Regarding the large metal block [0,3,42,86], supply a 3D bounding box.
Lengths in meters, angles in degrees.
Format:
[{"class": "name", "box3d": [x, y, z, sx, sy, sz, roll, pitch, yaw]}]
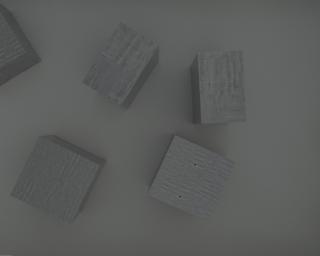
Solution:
[{"class": "large metal block", "box3d": [-0.217, -0.104, 0.396, 0.080, 0.050, 0.080, -32, 90, 0]}]

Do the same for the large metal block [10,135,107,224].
[{"class": "large metal block", "box3d": [-0.126, 0.063, 0.397, 0.080, 0.050, 0.080, 26, 90, -1]}]

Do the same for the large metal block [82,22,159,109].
[{"class": "large metal block", "box3d": [-0.044, -0.071, 0.383, 0.050, 0.080, 0.080, 32, 90, -1]}]

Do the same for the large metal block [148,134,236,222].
[{"class": "large metal block", "box3d": [0.038, 0.061, 0.400, 0.080, 0.050, 0.080, 24, 90, -1]}]

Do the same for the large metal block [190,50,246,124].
[{"class": "large metal block", "box3d": [0.069, -0.046, 0.385, 0.050, 0.080, 0.079, -3, 90, 0]}]
